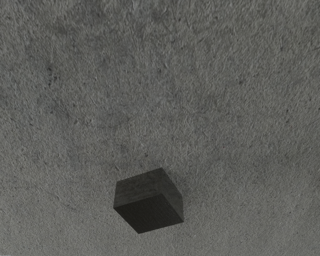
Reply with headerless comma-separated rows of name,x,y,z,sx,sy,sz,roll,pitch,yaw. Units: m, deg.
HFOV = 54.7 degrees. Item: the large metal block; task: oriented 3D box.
large metal block,-0.016,0.117,0.490,0.080,0.050,0.080,-20,128,16
